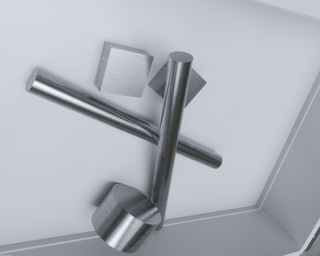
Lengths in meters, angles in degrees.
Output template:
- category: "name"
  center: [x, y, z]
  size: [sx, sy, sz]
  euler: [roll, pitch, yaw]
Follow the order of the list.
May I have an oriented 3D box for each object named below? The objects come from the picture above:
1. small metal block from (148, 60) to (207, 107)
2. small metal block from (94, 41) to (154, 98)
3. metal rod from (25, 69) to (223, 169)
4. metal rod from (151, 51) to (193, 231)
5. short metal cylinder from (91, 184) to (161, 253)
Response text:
- category: "small metal block"
  center: [0.022, -0.056, 0.388]
  size: [0.050, 0.025, 0.050]
  euler: [-50, 129, 6]
- category: "small metal block"
  center: [-0.041, -0.065, 0.348]
  size: [0.050, 0.025, 0.050]
  euler: [5, 116, -31]
- category: "metal rod"
  center: [-0.020, 0.003, 0.400]
  size: [0.302, 0.025, 0.025]
  euler: [25, 105, -37]
- category: "metal rod"
  center: [0.007, 0.042, 0.410]
  size: [0.025, 0.025, 0.298]
  euler: [-12, 133, -22]
- category: "short metal cylinder"
  center: [-0.045, 0.122, 0.425]
  size: [0.080, 0.080, 0.050]
  euler: [28, 103, -38]
